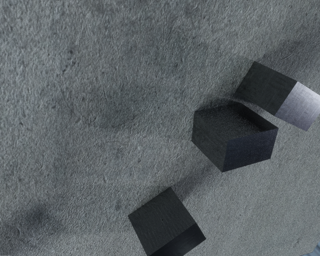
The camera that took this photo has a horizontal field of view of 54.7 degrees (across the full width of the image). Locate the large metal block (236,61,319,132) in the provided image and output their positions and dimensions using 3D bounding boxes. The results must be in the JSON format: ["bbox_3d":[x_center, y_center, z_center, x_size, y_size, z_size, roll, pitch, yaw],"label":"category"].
[{"bbox_3d":[0.170,-0.045,0.436,0.081,0.080,0.050,18,109,-35],"label":"large metal block"}]

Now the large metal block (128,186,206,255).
[{"bbox_3d":[0.009,0.150,0.469,0.080,0.080,0.050,-33,129,-6],"label":"large metal block"}]

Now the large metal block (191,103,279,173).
[{"bbox_3d":[0.101,0.010,0.432,0.081,0.080,0.050,-12,123,-22],"label":"large metal block"}]
